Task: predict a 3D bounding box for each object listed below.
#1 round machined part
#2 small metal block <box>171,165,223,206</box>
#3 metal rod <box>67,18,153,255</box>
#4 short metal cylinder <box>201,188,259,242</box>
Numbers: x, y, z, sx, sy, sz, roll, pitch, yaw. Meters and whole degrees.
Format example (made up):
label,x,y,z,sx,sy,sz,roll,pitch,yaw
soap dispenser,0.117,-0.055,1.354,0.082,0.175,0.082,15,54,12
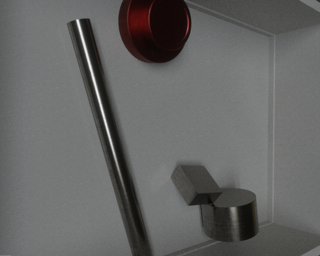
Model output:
label,x,y,z,sx,sy,sz,roll,pitch,yaw
round machined part,0.001,-0.131,0.389,0.099,0.042,0.097,-9,105,-38
small metal block,0.051,0.079,0.433,0.050,0.050,0.025,7,126,-40
metal rod,-0.054,0.027,0.363,0.025,0.025,0.298,-23,104,-38
short metal cylinder,0.103,0.127,0.461,0.081,0.080,0.050,-12,98,-40
